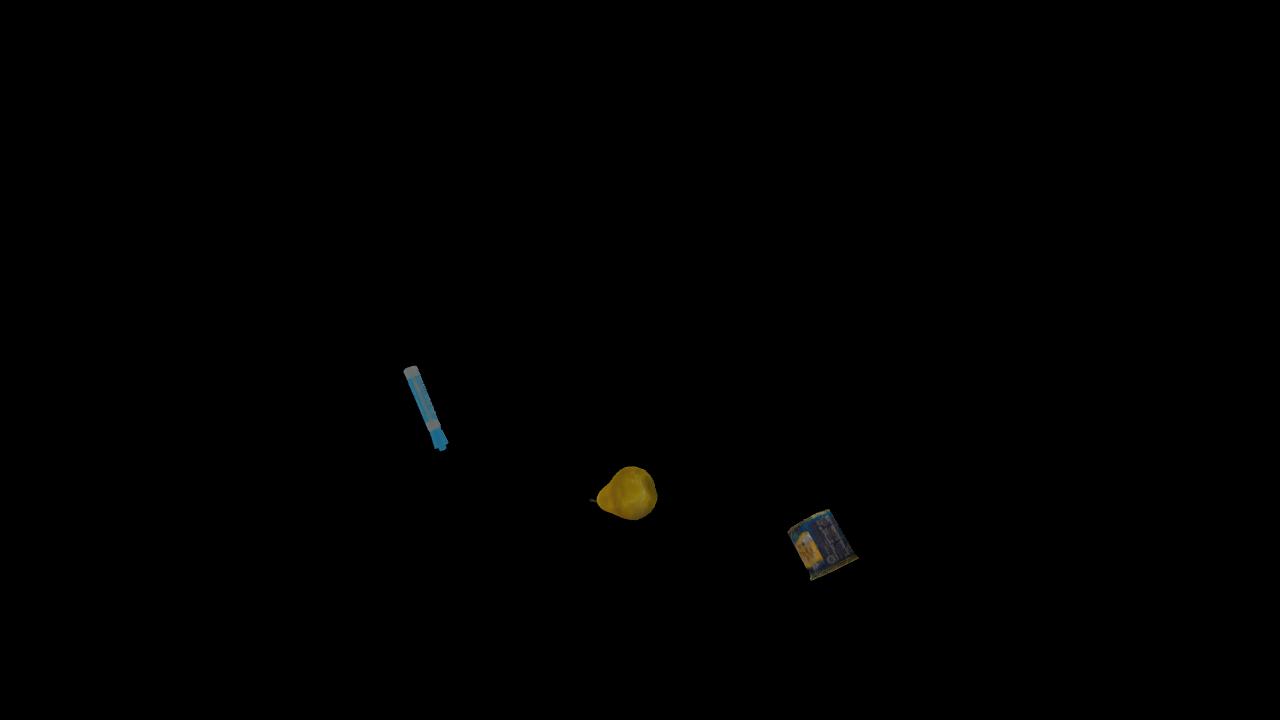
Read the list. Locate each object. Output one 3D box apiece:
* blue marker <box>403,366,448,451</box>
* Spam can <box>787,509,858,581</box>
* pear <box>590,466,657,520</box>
[{"bbox_3d":[-0.286,0.065,0.824,0.020,0.121,0.020,-25,-9,-4],"label":"blue marker"},{"bbox_3d":[0.286,0.293,0.975,0.058,0.085,0.101,-19,-24,-18],"label":"Spam can"},{"bbox_3d":[-0.031,0.211,0.937,0.111,0.080,0.080,-27,-9,19],"label":"pear"}]
